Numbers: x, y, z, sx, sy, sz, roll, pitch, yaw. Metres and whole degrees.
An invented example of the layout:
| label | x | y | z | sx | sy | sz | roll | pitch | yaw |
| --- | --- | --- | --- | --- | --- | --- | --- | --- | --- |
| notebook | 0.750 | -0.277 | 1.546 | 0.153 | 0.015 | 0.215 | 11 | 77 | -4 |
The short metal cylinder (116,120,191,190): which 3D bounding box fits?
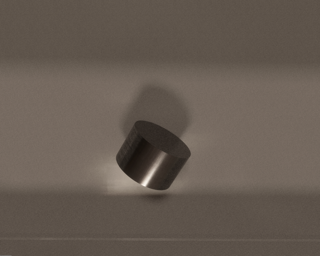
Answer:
| label | x | y | z | sx | sy | sz | roll | pitch | yaw |
| --- | --- | --- | --- | --- | --- | --- | --- | --- | --- |
| short metal cylinder | -0.008 | 0.033 | 0.394 | 0.080 | 0.080 | 0.050 | 28 | 108 | -10 |
